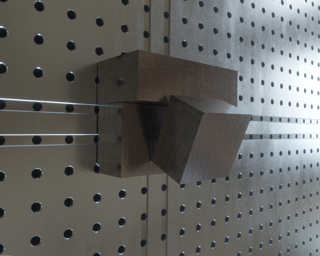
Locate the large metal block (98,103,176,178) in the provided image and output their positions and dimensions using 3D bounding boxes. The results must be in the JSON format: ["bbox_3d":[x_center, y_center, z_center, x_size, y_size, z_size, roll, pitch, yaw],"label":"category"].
[{"bbox_3d":[-0.026,0.013,0.371,0.081,0.050,0.079,1,90,-40],"label":"large metal block"}]

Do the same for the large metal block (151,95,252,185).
[{"bbox_3d":[0.046,0.011,0.347,0.081,0.050,0.079,0,114,-40],"label":"large metal block"}]

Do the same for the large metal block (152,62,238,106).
[{"bbox_3d":[0.045,-0.051,0.412,0.081,0.080,0.050,1,90,-40],"label":"large metal block"}]

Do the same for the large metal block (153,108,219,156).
[{"bbox_3d":[0.037,0.014,0.423,0.081,0.050,0.079,1,90,-40],"label":"large metal block"}]

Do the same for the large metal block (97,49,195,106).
[{"bbox_3d":[-0.017,-0.052,0.360,0.081,0.080,0.050,1,90,-40],"label":"large metal block"}]
